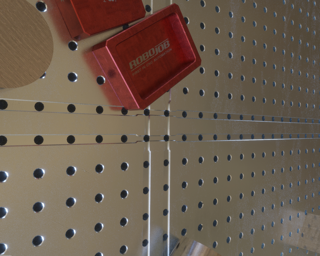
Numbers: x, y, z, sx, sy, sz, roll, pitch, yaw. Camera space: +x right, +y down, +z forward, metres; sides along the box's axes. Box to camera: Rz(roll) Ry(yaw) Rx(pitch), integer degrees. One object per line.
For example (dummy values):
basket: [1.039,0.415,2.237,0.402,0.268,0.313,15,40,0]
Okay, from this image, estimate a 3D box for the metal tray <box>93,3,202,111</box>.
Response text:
metal tray: [-0.010,-0.092,0.397,0.131,0.030,0.090,-41,115,-32]

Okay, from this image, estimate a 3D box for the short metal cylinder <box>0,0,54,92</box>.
short metal cylinder: [-0.143,-0.073,0.273,0.081,0.050,0.079,0,91,-40]

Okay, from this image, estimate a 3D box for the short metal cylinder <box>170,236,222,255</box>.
short metal cylinder: [0.050,0.189,0.416,0.080,0.080,0.050,47,62,-30]

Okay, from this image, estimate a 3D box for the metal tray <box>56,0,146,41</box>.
metal tray: [-0.078,-0.173,0.340,0.091,0.030,0.129,-33,111,-35]

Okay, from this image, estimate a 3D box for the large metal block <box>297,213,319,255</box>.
large metal block: [0.358,0.248,0.694,0.080,0.050,0.080,41,65,-32]
